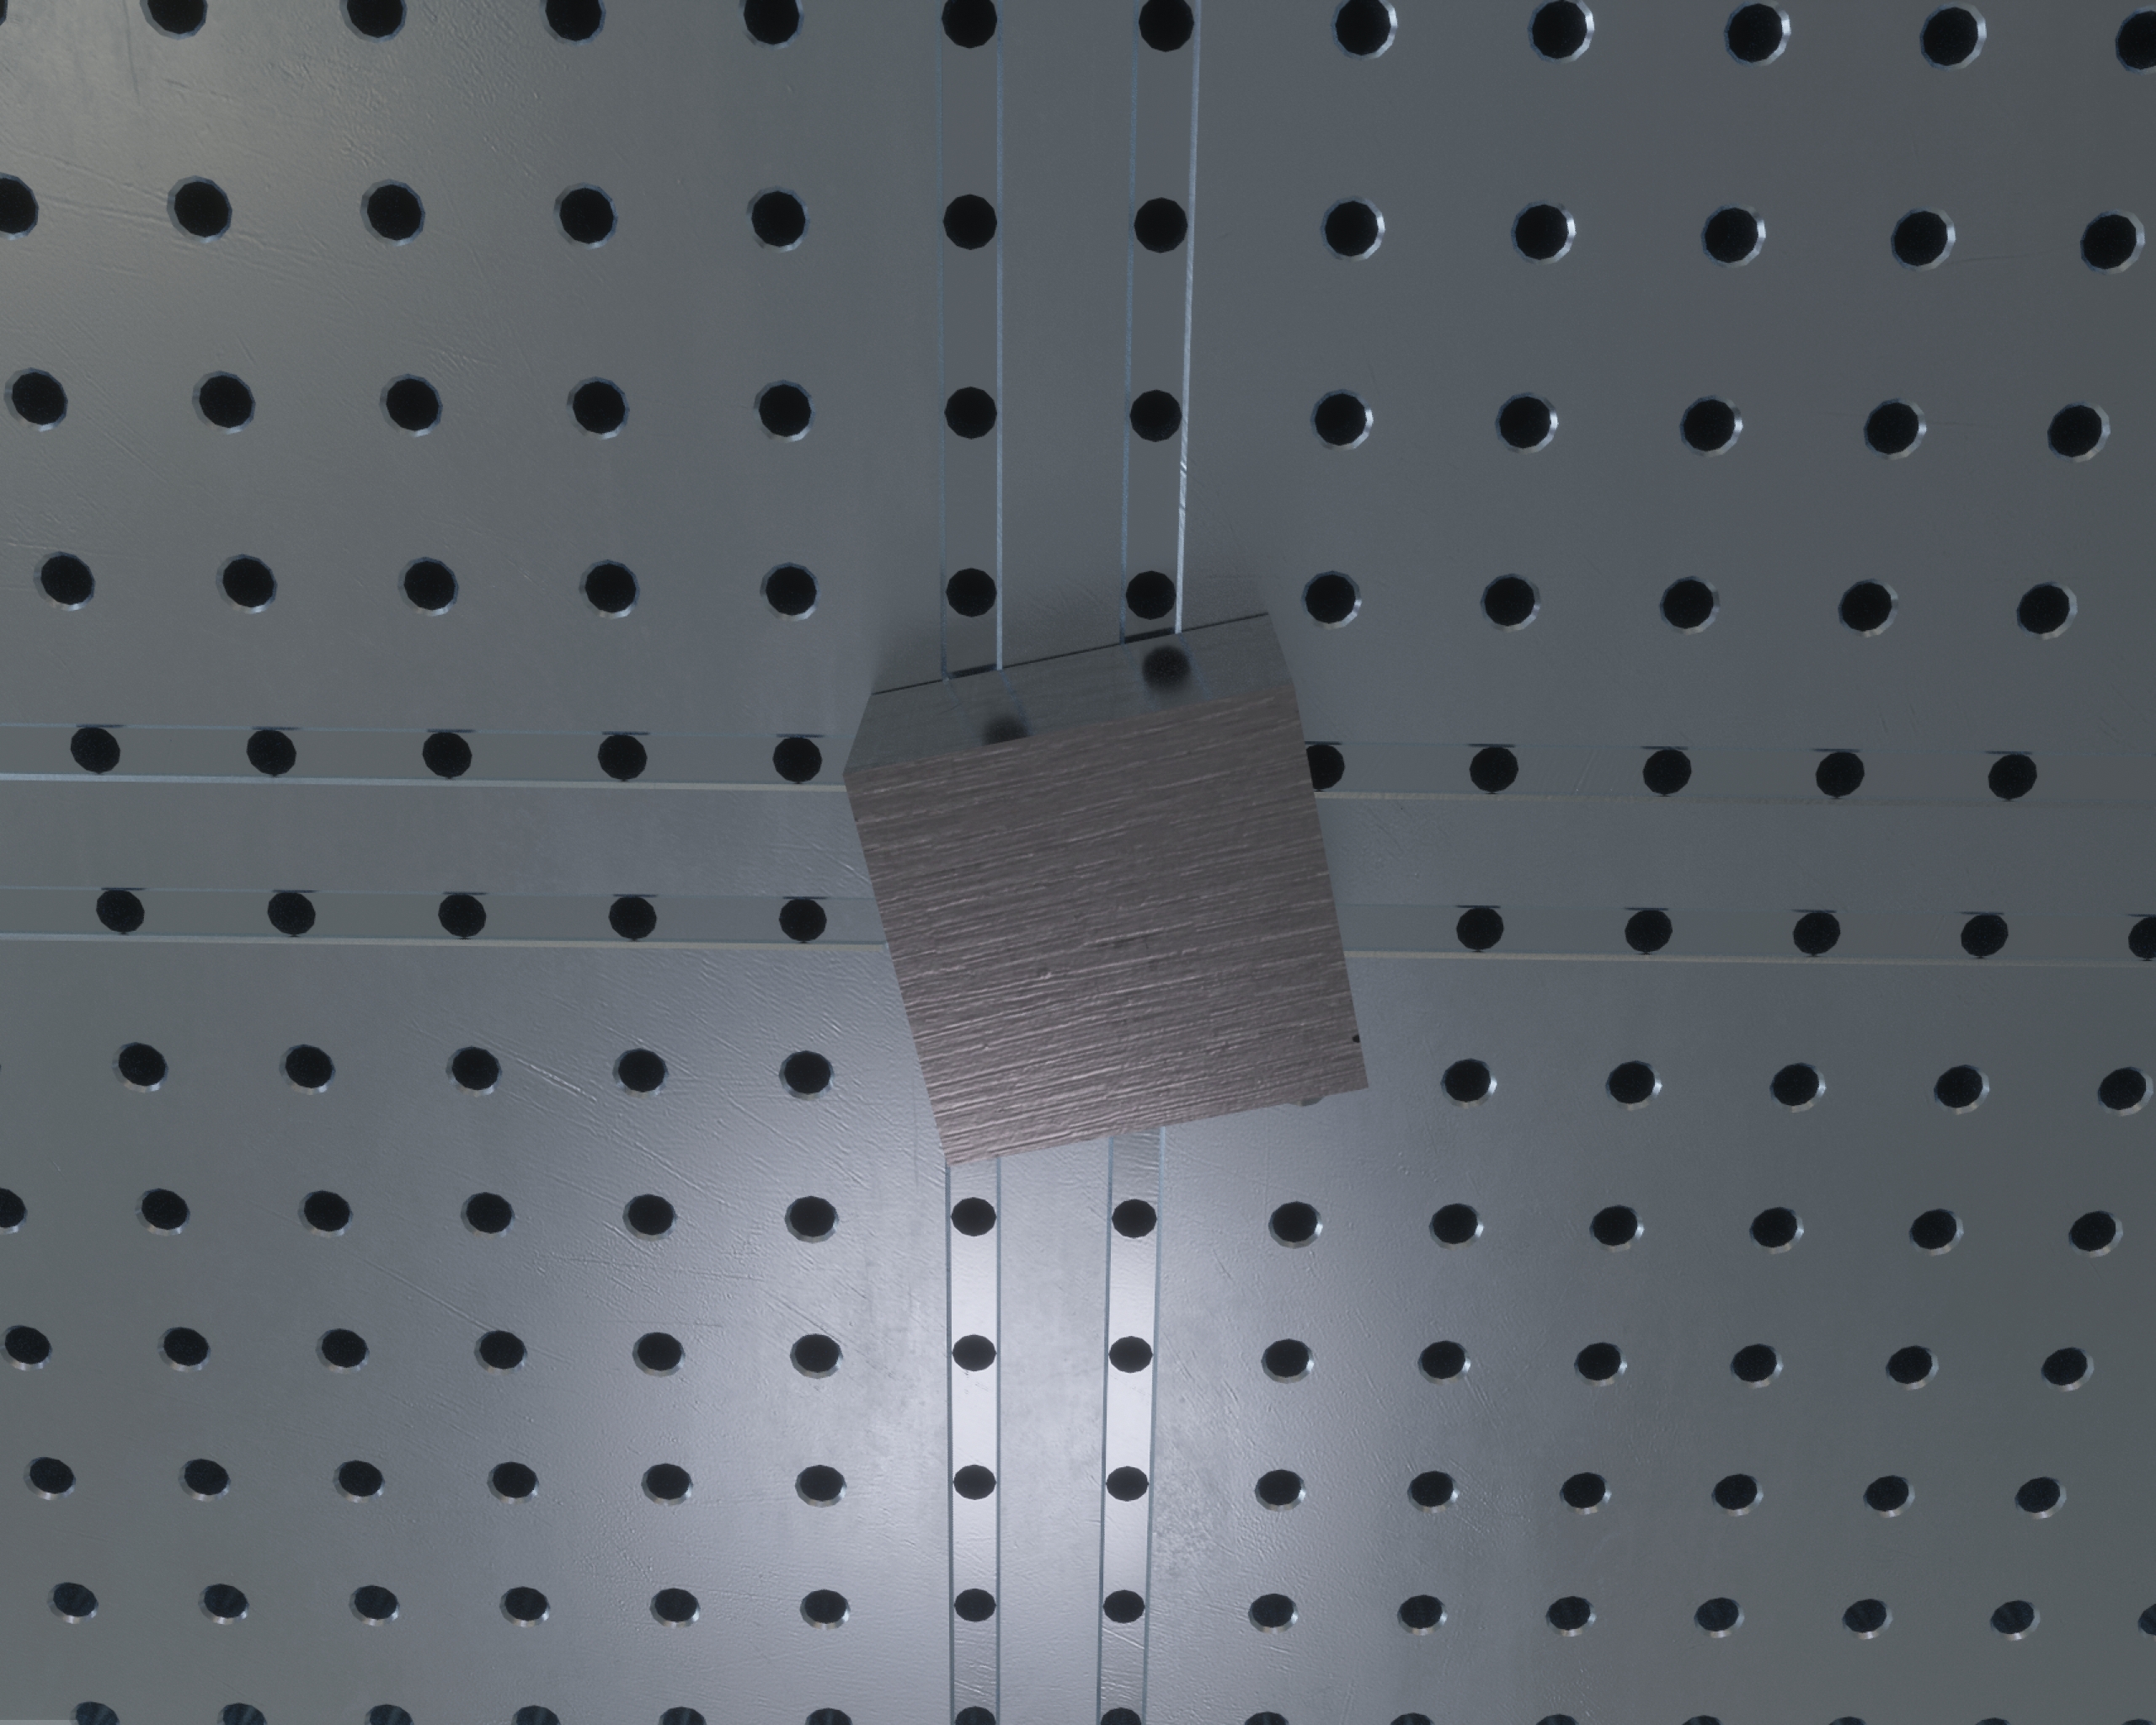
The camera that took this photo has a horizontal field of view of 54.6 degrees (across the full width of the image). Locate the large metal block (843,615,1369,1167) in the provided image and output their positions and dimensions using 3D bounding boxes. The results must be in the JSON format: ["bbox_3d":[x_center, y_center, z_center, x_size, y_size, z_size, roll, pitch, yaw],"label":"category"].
[{"bbox_3d":[0.006,0.004,0.401,0.080,0.050,0.080,-11,110,4],"label":"large metal block"}]
